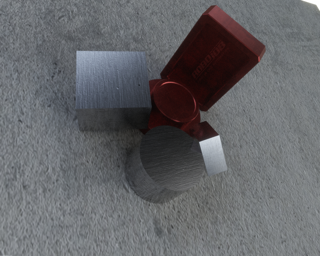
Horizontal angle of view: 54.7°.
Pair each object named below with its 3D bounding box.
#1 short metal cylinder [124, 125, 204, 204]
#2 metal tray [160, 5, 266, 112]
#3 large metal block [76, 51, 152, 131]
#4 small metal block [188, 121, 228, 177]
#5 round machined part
[{"bbox_3d":[0.004,0.044,0.367,0.081,0.050,0.080,14,56,-21],"label":"short metal cylinder"},{"bbox_3d":[0.067,-0.090,0.429,0.090,0.129,0.030,39,51,-2],"label":"metal tray"},{"bbox_3d":[-0.057,-0.044,0.371,0.081,0.050,0.080,-2,62,-10],"label":"large metal block"},{"bbox_3d":[0.060,0.025,0.394,0.025,0.050,0.050,-19,113,-3],"label":"small metal block"},{"bbox_3d":[0.013,-0.028,0.421,0.099,0.042,0.098,14,56,-21],"label":"round machined part"}]
